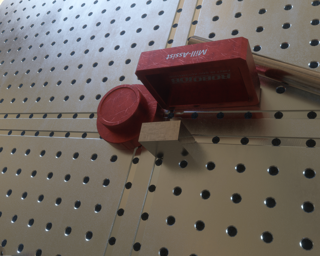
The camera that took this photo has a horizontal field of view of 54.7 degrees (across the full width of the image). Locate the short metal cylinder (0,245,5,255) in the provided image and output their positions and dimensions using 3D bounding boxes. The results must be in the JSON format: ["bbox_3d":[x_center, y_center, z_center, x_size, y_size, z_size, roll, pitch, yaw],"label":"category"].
[{"bbox_3d":[-0.235,0.184,0.381,0.080,0.080,0.050,-31,52,8],"label":"short metal cylinder"}]

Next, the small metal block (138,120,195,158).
[{"bbox_3d":[0.010,0.015,0.377,0.050,0.050,0.025,-4,60,26],"label":"small metal block"}]

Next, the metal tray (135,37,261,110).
[{"bbox_3d":[0.048,-0.060,0.377,0.130,0.090,0.030,-2,61,27],"label":"metal tray"}]

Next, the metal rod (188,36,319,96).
[{"bbox_3d":[0.153,-0.064,0.367,0.300,0.025,0.025,30,78,37],"label":"metal rod"}]

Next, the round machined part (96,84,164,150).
[{"bbox_3d":[-0.048,-0.022,0.435,0.098,0.042,0.098,-13,56,20],"label":"round machined part"}]
